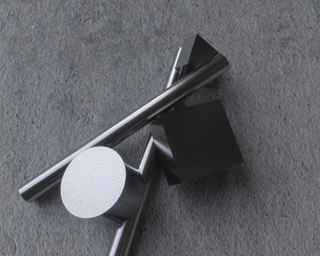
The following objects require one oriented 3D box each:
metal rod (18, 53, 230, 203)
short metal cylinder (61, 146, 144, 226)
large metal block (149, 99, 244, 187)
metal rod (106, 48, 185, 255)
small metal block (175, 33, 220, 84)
[{"bbox_3d":[-0.040,-0.003,0.391,0.301,0.025,0.025,-34,74,-5],"label":"metal rod"},{"bbox_3d":[-0.065,0.068,0.357,0.080,0.050,0.080,-9,62,18],"label":"short metal cylinder"},{"bbox_3d":[0.042,0.018,0.374,0.081,0.050,0.080,-15,80,-19],"label":"large metal block"},{"bbox_3d":[-0.009,0.026,0.399,0.025,0.025,0.299,16,71,6],"label":"metal rod"},{"bbox_3d":[0.053,-0.093,0.430,0.050,0.025,0.050,30,67,-32],"label":"small metal block"}]
